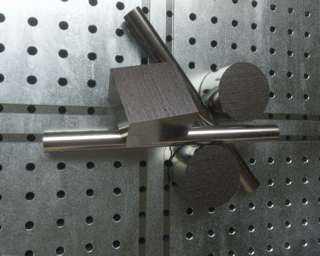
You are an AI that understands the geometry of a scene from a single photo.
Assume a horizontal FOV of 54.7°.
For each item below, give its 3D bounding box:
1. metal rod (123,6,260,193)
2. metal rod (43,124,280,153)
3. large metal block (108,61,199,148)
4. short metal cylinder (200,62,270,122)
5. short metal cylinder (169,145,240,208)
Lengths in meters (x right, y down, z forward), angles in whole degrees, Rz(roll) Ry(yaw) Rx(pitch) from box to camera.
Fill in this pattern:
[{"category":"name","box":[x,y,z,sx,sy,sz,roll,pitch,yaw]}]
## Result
[{"category":"metal rod","box":[0.050,-0.030,0.428,0.025,0.025,0.299,-40,103,-16]},{"category":"metal rod","box":[0.013,0.011,0.396,0.302,0.025,0.025,-2,91,-14]},{"category":"large metal block","box":[-0.012,-0.030,0.372,0.081,0.050,0.080,-11,59,-19]},{"category":"short metal cylinder","box":[0.104,-0.048,0.434,0.081,0.050,0.079,0,90,-20]},{"category":"short metal cylinder","box":[0.059,0.061,0.418,0.081,0.050,0.079,0,90,-20]}]
